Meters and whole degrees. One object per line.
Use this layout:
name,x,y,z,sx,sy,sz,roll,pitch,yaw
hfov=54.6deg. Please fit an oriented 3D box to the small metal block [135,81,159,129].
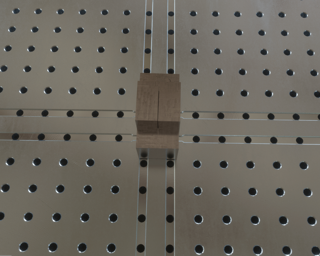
small metal block,-0.015,-0.023,0.380,0.025,0.050,0.050,2,70,1

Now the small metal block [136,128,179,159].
small metal block,-0.003,0.021,0.391,0.050,0.050,0.025,1,70,1

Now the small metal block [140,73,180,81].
small metal block,-0.001,-0.050,0.416,0.050,0.050,0.025,2,70,1

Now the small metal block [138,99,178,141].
small metal block,-0.002,-0.010,0.415,0.050,0.025,0.050,1,70,2

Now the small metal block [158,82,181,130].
small metal block,0.012,-0.023,0.380,0.025,0.050,0.050,1,70,2
